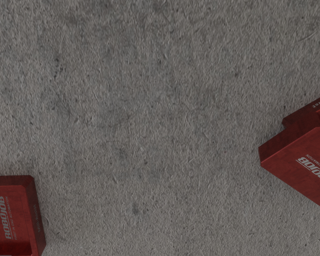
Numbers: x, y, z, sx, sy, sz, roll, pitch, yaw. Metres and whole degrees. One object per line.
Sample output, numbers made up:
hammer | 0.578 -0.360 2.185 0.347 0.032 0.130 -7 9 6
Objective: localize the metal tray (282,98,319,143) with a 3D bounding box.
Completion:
metal tray | 0.242 -0.004 0.408 0.130 0.030 0.090 -32 107 11

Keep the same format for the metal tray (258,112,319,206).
metal tray | 0.206 0.046 0.402 0.130 0.030 0.090 33 127 -18

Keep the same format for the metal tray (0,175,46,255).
metal tray | -0.226 0.134 0.454 0.091 0.030 0.129 -1 110 0
